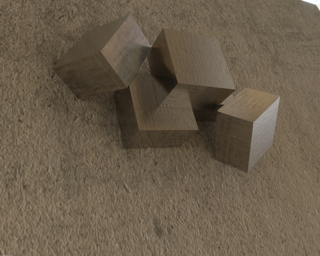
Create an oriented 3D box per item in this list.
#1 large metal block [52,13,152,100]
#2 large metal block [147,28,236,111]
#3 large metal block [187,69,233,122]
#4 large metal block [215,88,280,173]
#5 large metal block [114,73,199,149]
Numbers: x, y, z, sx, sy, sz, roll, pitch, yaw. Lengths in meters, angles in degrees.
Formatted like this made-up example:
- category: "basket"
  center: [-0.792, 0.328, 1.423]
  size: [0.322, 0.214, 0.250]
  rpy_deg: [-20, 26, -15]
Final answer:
- category: "large metal block"
  center: [-0.068, -0.086, 0.378]
  size: [0.050, 0.080, 0.080]
  rpy_deg: [55, 43, -33]
- category: "large metal block"
  center: [0.037, -0.070, 0.387]
  size: [0.081, 0.050, 0.080]
  rpy_deg: [2, 61, -28]
- category: "large metal block"
  center: [0.053, -0.056, 0.454]
  size: [0.081, 0.050, 0.080]
  rpy_deg: [0, 62, -29]
- category: "large metal block"
  center: [0.120, 0.001, 0.428]
  size: [0.050, 0.079, 0.081]
  rpy_deg: [22, 41, 34]
- category: "large metal block"
  center: [-0.007, -0.021, 0.397]
  size: [0.081, 0.050, 0.080]
  rpy_deg: [0, 62, -29]
